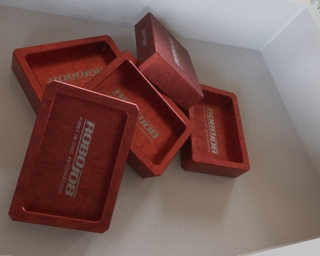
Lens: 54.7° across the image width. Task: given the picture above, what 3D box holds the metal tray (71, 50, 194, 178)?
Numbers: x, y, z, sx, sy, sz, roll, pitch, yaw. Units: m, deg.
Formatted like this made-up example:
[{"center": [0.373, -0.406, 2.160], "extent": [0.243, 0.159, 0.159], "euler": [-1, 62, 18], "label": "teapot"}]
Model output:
[{"center": [-0.028, -0.015, 0.368], "extent": [0.130, 0.030, 0.090], "euler": [48, 56, -14], "label": "metal tray"}]

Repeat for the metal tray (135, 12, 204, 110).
[{"center": [0.010, -0.093, 0.420], "extent": [0.090, 0.030, 0.130], "euler": [38, 27, -32], "label": "metal tray"}]

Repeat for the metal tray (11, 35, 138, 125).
[{"center": [-0.101, -0.065, 0.386], "extent": [0.131, 0.030, 0.090], "euler": [-23, 74, -36], "label": "metal tray"}]

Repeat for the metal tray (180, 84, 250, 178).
[{"center": [0.073, 0.001, 0.441], "extent": [0.091, 0.030, 0.130], "euler": [12, 57, -22], "label": "metal tray"}]

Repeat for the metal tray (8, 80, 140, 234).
[{"center": [-0.081, 0.029, 0.303], "extent": [0.091, 0.030, 0.129], "euler": [16, 84, -19], "label": "metal tray"}]
